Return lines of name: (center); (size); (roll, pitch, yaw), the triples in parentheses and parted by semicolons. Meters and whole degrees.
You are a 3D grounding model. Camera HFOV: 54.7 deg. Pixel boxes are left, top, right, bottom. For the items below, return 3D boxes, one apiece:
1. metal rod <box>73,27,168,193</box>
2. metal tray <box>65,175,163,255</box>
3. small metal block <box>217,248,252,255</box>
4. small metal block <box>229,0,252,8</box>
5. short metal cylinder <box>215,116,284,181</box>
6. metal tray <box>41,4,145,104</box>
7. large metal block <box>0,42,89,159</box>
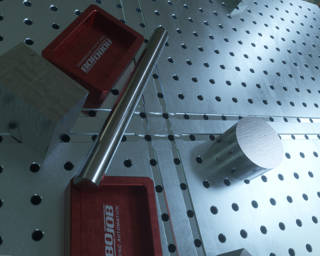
metal rod: (-0.035, -0.048, 0.398); (0.025, 0.025, 0.301); (29, 46, -10)
metal tray: (-0.046, 0.114, 0.309); (0.091, 0.030, 0.130); (6, 59, -25)
small metal block: (0.090, 0.164, 0.340); (0.050, 0.050, 0.025); (45, 51, 3)
small metal block: (0.172, -0.295, 0.680); (0.050, 0.025, 0.050); (-28, 77, -37)
short metal cylinder: (0.127, 0.030, 0.442); (0.081, 0.050, 0.080); (14, 56, -21)
metal tray: (-0.087, -0.104, 0.420); (0.090, 0.030, 0.130); (32, 52, -8)
large metal block: (-0.130, -0.025, 0.318); (0.080, 0.080, 0.050); (37, 51, -4)
